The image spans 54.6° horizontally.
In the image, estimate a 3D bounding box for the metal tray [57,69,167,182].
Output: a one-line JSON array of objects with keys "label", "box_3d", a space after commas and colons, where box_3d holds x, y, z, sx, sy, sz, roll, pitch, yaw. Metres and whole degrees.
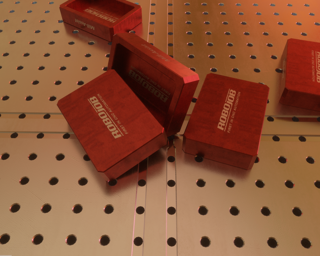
[{"label": "metal tray", "box_3d": [-0.063, -0.008, 0.395, 0.090, 0.030, 0.130, -34, 59, -10]}]

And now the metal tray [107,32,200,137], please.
[{"label": "metal tray", "box_3d": [-0.018, -0.059, 0.411, 0.130, 0.089, 0.030, 39, 39, 28]}]

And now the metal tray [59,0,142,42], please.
[{"label": "metal tray", "box_3d": [-0.111, -0.216, 0.585, 0.130, 0.030, 0.090, 28, 55, 21]}]

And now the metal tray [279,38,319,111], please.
[{"label": "metal tray", "box_3d": [0.236, -0.083, 0.475, 0.090, 0.030, 0.130, 13, 51, 10]}]

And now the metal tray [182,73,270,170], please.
[{"label": "metal tray", "box_3d": [0.091, -0.015, 0.418, 0.090, 0.030, 0.130, 15, 52, 12]}]
